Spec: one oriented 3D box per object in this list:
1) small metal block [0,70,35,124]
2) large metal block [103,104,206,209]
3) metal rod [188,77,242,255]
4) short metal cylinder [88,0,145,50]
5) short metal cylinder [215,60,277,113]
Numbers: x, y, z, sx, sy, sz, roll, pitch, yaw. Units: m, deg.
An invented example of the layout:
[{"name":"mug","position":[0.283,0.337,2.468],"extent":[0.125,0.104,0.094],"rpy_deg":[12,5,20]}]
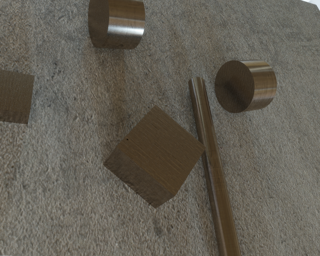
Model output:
[{"name":"small metal block","position":[-0.167,-0.035,0.336],"extent":[0.050,0.025,0.050],"rpy_deg":[8,58,-24]},{"name":"large metal block","position":[-0.005,0.033,0.366],"extent":[0.080,0.050,0.080],"rpy_deg":[41,51,-1]},{"name":"metal rod","position":[0.071,0.059,0.407],"extent":[0.025,0.025,0.299],"rpy_deg":[8,58,-25]},{"name":"short metal cylinder","position":[-0.062,-0.151,0.428],"extent":[0.050,0.080,0.080],"rpy_deg":[-5,65,-31]},{"name":"short metal cylinder","position":[0.132,-0.065,0.482],"extent":[0.050,0.080,0.080],"rpy_deg":[-10,67,-33]}]
